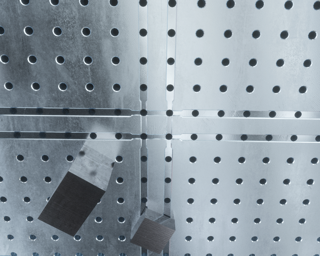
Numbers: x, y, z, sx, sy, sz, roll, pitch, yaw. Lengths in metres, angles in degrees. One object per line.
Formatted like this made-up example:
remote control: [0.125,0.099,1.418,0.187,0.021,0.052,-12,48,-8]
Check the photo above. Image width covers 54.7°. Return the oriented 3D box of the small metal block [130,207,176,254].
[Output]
small metal block: [-0.011,0.157,0.471,0.050,0.025,0.050,26,108,-10]

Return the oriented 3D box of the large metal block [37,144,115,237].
large metal block: [-0.108,0.080,0.412,0.050,0.080,0.080,32,107,-11]
